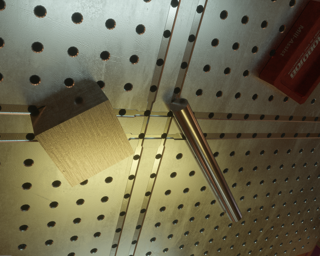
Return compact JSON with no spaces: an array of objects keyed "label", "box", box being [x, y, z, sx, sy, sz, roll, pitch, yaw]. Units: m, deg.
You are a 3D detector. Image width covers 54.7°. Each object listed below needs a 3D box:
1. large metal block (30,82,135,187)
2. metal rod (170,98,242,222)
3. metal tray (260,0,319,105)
[{"label":"large metal block","box":[-0.086,0.007,0.352,0.080,0.050,0.080,-29,128,-10]},{"label":"metal rod","box":[0.085,0.069,0.499,0.025,0.025,0.299,-35,129,-5]},{"label":"metal tray","box":[0.218,-0.108,0.459,0.091,0.030,0.129,22,107,-36]}]
